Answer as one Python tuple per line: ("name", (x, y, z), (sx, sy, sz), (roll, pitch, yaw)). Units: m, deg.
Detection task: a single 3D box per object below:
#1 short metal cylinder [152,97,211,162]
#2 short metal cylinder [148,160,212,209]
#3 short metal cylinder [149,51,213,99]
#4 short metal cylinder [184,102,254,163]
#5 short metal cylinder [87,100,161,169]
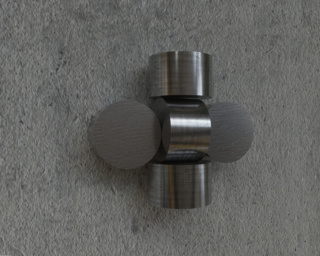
("short metal cylinder", (0.022, 0.002, 0.390), (0.050, 0.080, 0.080), (1, 90, -20))
("short metal cylinder", (0.025, 0.067, 0.391), (0.081, 0.080, 0.050), (0, 90, -20))
("short metal cylinder", (0.026, -0.063, 0.391), (0.081, 0.080, 0.050), (0, 90, -20))
("short metal cylinder", (0.079, 0.005, 0.426), (0.081, 0.050, 0.080), (0, 91, -20))
("short metal cylinder", (-0.045, 0.008, 0.380), (0.081, 0.050, 0.080), (0, 90, -21))
